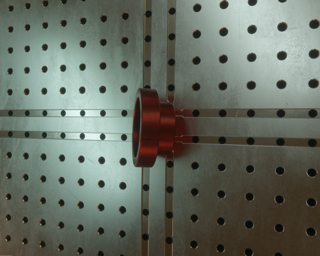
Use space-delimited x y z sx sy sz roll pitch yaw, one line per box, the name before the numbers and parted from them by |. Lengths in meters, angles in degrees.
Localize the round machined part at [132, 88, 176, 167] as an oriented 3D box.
round machined part | -0.008 0.000 0.387 0.042 0.098 0.097 3 91 -11
